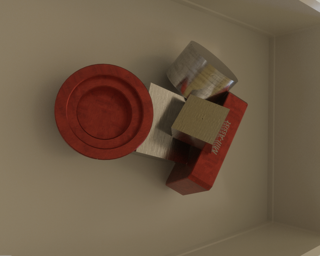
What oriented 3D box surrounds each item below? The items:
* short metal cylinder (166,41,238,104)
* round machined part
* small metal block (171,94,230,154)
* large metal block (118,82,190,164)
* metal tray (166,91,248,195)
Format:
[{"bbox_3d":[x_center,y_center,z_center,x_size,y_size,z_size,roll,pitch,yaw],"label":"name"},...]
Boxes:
[{"bbox_3d":[0.055,-0.069,0.409,0.080,0.080,0.050,21,121,-38],"label":"short metal cylinder"},{"bbox_3d":[-0.060,-0.015,0.330,0.099,0.042,0.097,2,85,-17],"label":"round machined part"},{"bbox_3d":[0.048,-0.005,0.363,0.050,0.050,0.025,-60,162,-23],"label":"small metal block"},{"bbox_3d":[-0.005,-0.003,0.387,0.080,0.050,0.080,19,78,-39],"label":"large metal block"},{"bbox_3d":[0.061,0.023,0.414,0.030,0.090,0.130,32,67,-7],"label":"metal tray"}]
